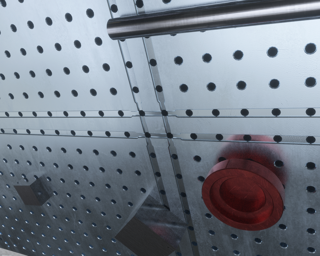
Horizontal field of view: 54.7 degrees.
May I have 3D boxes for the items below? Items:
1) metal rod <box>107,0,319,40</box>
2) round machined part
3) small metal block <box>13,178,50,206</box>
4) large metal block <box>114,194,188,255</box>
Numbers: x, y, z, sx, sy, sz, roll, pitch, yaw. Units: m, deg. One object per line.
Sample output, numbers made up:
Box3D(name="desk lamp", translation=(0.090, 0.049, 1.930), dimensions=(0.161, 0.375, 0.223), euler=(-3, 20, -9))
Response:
Box3D(name="metal rod", translation=(0.079, -0.111, 0.300), dimensions=(0.301, 0.025, 0.025), euler=(3, 120, 26))
Box3D(name="round machined part", translation=(0.106, 0.079, 0.392), dimensions=(0.098, 0.042, 0.097), euler=(13, 124, 20))
Box3D(name="small metal block", translation=(-0.258, 0.128, 0.623), dimensions=(0.050, 0.025, 0.050), euler=(-6, 116, 30))
Box3D(name="large metal block", translation=(-0.015, 0.169, 0.506), dimensions=(0.080, 0.050, 0.080), euler=(38, 129, 2))
